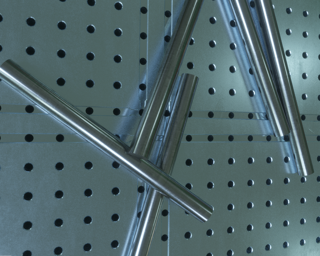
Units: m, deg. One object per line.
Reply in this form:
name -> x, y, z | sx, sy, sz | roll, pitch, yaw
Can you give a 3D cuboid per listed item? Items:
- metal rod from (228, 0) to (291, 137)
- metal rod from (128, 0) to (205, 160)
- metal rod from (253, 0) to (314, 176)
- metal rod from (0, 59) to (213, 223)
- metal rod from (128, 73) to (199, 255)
metal rod -> 0.137, -0.129, 0.464 | 0.025, 0.025, 0.298 | -24, 98, -19
metal rod -> 0.022, -0.103, 0.398 | 0.025, 0.025, 0.299 | 25, 73, -19
metal rod -> 0.194, -0.069, 0.485 | 0.025, 0.025, 0.298 | -19, 97, -19
metal rod -> -0.058, 0.022, 0.374 | 0.301, 0.025, 0.025 | 37, 78, -10
metal rod -> 0.000, 0.071, 0.413 | 0.025, 0.025, 0.299 | 19, 84, -20
